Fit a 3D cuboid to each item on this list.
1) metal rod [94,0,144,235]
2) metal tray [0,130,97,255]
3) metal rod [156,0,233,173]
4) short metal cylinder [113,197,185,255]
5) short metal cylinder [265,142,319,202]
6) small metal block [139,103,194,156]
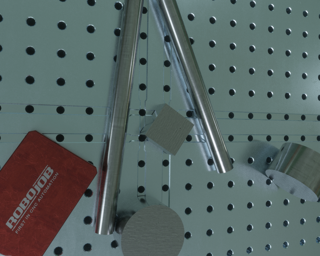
[{"bbox_3d":[-0.052,-0.018,0.394,0.025,0.025,0.298,8,87,-20],"label":"metal rod"},{"bbox_3d":[-0.146,0.078,0.356,0.090,0.030,0.130,36,78,-17],"label":"metal tray"},{"bbox_3d":[0.043,-0.078,0.429,0.025,0.025,0.298,-23,98,-19],"label":"metal rod"},{"bbox_3d":[-0.016,0.132,0.395,0.081,0.050,0.079,0,90,-21],"label":"short metal cylinder"},{"bbox_3d":[0.207,0.066,0.462,0.080,0.080,0.050,40,77,-16],"label":"short metal cylinder"},{"bbox_3d":[0.009,0.002,0.417,0.050,0.025,0.050,36,78,-17],"label":"small metal block"}]
